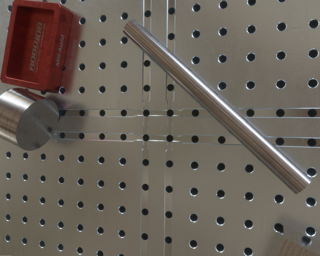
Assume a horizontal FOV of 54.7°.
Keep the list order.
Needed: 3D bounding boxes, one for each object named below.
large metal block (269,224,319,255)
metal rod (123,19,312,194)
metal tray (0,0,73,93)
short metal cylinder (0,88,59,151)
[{"bbox_3d":[0.160,0.168,0.342,0.080,0.050,0.080,23,98,18],"label":"large metal block"},{"bbox_3d":[0.061,-0.036,0.390,0.300,0.025,0.025,45,104,14],"label":"metal rod"},{"bbox_3d":[-0.191,-0.125,0.477,0.090,0.030,0.129,13,94,19],"label":"metal tray"},{"bbox_3d":[-0.196,-0.013,0.453,0.050,0.080,0.080,22,97,18],"label":"short metal cylinder"}]
